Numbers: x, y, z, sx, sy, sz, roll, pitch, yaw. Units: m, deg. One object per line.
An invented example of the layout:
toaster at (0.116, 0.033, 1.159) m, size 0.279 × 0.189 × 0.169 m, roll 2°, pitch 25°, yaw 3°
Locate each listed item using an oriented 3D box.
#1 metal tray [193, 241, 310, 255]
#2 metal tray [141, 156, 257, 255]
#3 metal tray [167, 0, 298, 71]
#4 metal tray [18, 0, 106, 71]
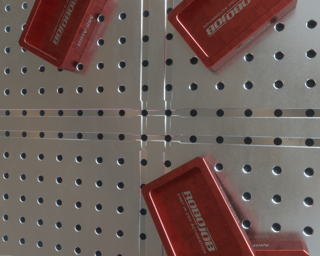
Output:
metal tray at (0.112, 0.186, 0.370) m, size 0.130 × 0.030 × 0.089 m, roll -8°, pitch 87°, yaw 19°
metal tray at (0.043, 0.112, 0.372) m, size 0.090 × 0.030 × 0.130 m, roll -30°, pitch 66°, yaw 11°
metal tray at (0.086, -0.145, 0.379) m, size 0.130 × 0.030 × 0.090 m, roll -39°, pitch 78°, yaw 15°
metal tray at (-0.145, -0.162, 0.459) m, size 0.090 × 0.030 × 0.129 m, roll 30°, pitch 100°, yaw 17°
